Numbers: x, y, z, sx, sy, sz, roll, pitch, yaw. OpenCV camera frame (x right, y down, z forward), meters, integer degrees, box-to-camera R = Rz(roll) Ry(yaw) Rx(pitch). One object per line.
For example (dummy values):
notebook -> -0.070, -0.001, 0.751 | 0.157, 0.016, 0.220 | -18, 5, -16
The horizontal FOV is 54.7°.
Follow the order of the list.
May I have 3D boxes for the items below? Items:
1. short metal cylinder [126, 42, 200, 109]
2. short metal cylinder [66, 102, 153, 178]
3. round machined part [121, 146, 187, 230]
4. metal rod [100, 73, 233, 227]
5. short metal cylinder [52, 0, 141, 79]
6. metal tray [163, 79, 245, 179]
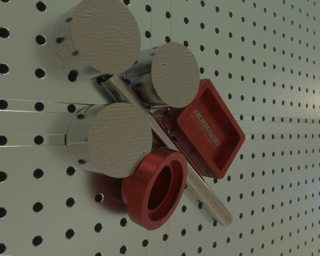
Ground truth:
short metal cylinder -> 0.005, -0.065, 0.396 | 0.081, 0.050, 0.080 | 0, 90, -40
short metal cylinder -> -0.056, 0.013, 0.346 | 0.081, 0.050, 0.080 | 0, 90, -40
round machined part -> -0.009, 0.069, 0.376 | 0.099, 0.042, 0.097 | -34, 133, -47
metal rod -> 0.023, 0.043, 0.429 | 0.300, 0.025, 0.025 | 52, 60, -27
short metal cylinder -> -0.068, -0.095, 0.335 | 0.081, 0.050, 0.080 | 0, 90, -40
metal tray -> 0.071, 0.003, 0.464 | 0.130, 0.030, 0.090 | 51, 61, -28
